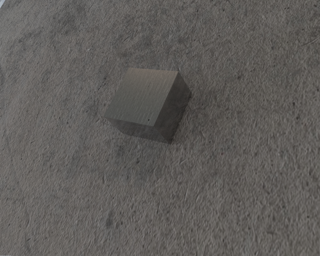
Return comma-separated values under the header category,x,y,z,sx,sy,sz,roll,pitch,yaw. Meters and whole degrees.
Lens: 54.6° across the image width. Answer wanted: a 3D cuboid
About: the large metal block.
category,x,y,z,sx,sy,sz,roll,pitch,yaw
large metal block,-0.015,-0.031,0.416,0.080,0.050,0.080,11,67,33
